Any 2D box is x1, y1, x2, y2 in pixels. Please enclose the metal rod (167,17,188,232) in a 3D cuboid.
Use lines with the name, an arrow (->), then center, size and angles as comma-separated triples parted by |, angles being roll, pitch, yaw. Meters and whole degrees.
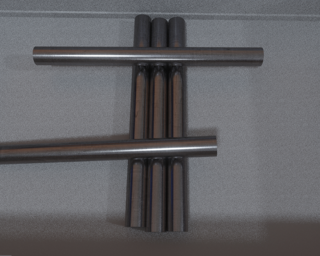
metal rod -> 0.023, -0.019, 0.415 | 0.025, 0.025, 0.299 | 1, 70, 0

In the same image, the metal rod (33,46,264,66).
metal rod -> -0.015, -0.096, 0.417 | 0.302, 0.025, 0.025 | 0, 70, 0

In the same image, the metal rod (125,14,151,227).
metal rod -> -0.027, -0.023, 0.417 | 0.025, 0.025, 0.299 | 1, 70, 0

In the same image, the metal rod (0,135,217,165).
metal rod -> -0.084, 0.028, 0.378 | 0.302, 0.025, 0.025 | -3, 70, 6

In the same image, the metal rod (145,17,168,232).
metal rod -> -0.003, -0.018, 0.415 | 0.025, 0.025, 0.299 | 1, 70, 0
